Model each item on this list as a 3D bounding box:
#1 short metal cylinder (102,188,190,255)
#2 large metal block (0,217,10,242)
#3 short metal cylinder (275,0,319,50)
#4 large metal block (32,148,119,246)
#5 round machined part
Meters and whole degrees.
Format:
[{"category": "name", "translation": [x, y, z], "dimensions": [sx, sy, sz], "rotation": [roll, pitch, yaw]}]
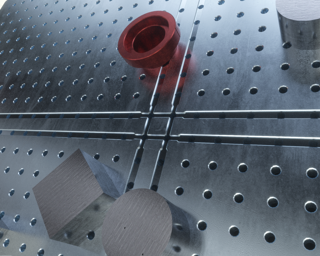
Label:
[{"category": "short metal cylinder", "translation": [-0.014, 0.111, 0.332], "dimensions": [0.080, 0.050, 0.080], "rotation": [-13, 56, 21]}, {"category": "large metal block", "translation": [-0.274, 0.152, 0.424], "dimensions": [0.050, 0.080, 0.080], "rotation": [27, 76, 37]}, {"category": "short metal cylinder", "translation": [0.188, -0.144, 0.382], "dimensions": [0.080, 0.050, 0.080], "rotation": [-13, 56, 21]}, {"category": "large metal block", "translation": [-0.104, 0.087, 0.393], "dimensions": [0.080, 0.050, 0.080], "rotation": [-41, 51, 0]}, {"category": "round machined part", "translation": [-0.013, -0.132, 0.486], "dimensions": [0.098, 0.042, 0.098], "rotation": [-13, 56, 21]}]
